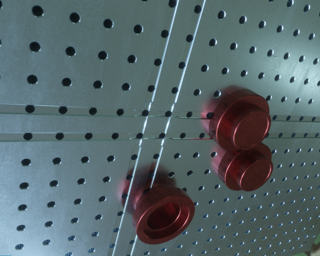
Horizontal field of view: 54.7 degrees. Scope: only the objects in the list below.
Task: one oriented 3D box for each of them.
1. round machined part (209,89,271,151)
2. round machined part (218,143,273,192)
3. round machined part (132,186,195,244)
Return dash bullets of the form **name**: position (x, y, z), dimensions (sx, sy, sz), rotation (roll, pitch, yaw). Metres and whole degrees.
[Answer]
- **round machined part**: position (0.128, -0.005, 0.469), dimensions (0.099, 0.042, 0.097), rotation (-14, 125, -21)
- **round machined part**: position (0.153, 0.069, 0.529), dimensions (0.099, 0.042, 0.097), rotation (-14, 125, -21)
- **round machined part**: position (0.002, 0.131, 0.484), dimensions (0.099, 0.042, 0.097), rotation (-14, 125, -21)
